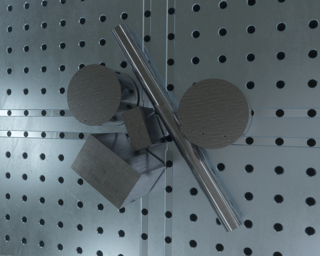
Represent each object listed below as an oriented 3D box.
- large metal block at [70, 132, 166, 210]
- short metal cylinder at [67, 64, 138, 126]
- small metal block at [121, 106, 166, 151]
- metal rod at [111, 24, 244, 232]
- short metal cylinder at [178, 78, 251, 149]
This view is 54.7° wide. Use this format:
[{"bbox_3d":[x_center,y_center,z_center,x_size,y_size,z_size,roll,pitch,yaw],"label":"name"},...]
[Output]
[{"bbox_3d":[-0.050,0.049,0.396,0.080,0.080,0.050,36,102,17],"label":"large metal block"},{"bbox_3d":[-0.078,-0.043,0.423,0.080,0.050,0.079,0,90,20],"label":"short metal cylinder"},{"bbox_3d":[-0.021,0.001,0.402,0.025,0.050,0.050,-22,83,19],"label":"small metal block"},{"bbox_3d":[0.017,-0.008,0.402,0.025,0.025,0.299,-33,80,17],"label":"metal rod"},{"bbox_3d":[0.067,-0.016,0.372,0.080,0.050,0.079,0,90,20],"label":"short metal cylinder"}]
